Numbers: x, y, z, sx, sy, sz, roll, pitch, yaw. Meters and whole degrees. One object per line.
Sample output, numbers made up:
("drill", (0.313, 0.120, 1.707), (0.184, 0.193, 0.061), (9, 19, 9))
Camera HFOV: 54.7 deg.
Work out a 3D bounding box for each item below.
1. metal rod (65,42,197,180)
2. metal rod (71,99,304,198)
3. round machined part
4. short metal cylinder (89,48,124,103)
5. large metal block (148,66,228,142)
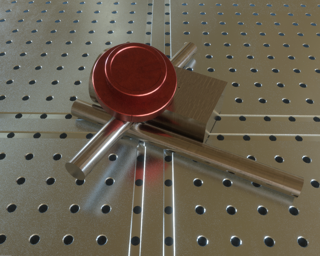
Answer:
("metal rod", (-0.018, -0.044, 0.419), (0.025, 0.025, 0.301), (22, 46, 17))
("metal rod", (0.022, 0.020, 0.390), (0.301, 0.025, 0.025), (19, 53, 15))
("round machined part", (-0.029, -0.059, 0.361), (0.099, 0.042, 0.098), (3, 70, -7))
("short metal cylinder", (-0.053, -0.064, 0.424), (0.050, 0.080, 0.080), (20, 53, 15))
("large metal block", (0.035, -0.030, 0.413), (0.080, 0.050, 0.080), (20, 53, 16))
